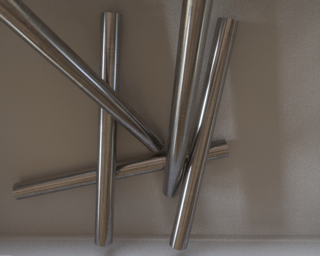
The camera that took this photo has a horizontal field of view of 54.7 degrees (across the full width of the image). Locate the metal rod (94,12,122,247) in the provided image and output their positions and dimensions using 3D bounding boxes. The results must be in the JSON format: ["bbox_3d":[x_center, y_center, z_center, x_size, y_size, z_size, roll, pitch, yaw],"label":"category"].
[{"bbox_3d":[-0.067,0.012,0.395,0.025,0.025,0.298,4,103,-2],"label":"metal rod"}]

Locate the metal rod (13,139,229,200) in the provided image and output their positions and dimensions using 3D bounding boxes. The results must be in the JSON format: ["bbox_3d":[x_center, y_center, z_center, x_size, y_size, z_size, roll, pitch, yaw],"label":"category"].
[{"bbox_3d":[-0.056,0.059,0.432,0.301,0.025,0.025,-12,110,4],"label":"metal rod"}]

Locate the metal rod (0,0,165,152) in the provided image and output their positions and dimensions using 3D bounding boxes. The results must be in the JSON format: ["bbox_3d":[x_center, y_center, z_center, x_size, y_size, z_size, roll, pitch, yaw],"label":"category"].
[{"bbox_3d":[-0.084,-0.057,0.322,0.025,0.025,0.300,-35,133,12],"label":"metal rod"}]

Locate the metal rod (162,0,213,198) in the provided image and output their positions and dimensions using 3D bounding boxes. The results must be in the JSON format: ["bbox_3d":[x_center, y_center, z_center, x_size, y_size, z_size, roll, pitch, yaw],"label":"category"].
[{"bbox_3d":[0.025,-0.023,0.331,0.025,0.025,0.298,3,132,-1],"label":"metal rod"}]

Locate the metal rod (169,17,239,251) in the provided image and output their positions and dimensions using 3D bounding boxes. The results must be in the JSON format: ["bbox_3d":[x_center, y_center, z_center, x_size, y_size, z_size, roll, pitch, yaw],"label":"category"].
[{"bbox_3d":[0.053,0.016,0.394,0.025,0.025,0.298,10,101,-4],"label":"metal rod"}]
